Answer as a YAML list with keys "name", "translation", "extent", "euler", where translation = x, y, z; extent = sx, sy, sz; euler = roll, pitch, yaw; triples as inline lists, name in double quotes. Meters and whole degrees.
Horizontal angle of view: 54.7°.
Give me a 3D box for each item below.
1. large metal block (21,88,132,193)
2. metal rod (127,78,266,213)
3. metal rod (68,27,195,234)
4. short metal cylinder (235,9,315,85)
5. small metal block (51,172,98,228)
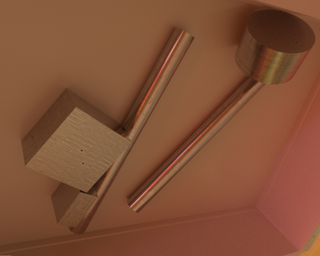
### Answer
- name: "large metal block"
  translation: [-0.094, 0.016, 0.351]
  extent: [0.080, 0.050, 0.080]
  euler: [-48, 129, 6]
- name: "metal rod"
  translation: [0.064, 0.009, 0.451]
  extent: [0.300, 0.025, 0.025]
  euler: [-46, 130, 3]
- name: "metal rod"
  translation: [-0.043, 0.014, 0.395]
  extent: [0.025, 0.025, 0.298]
  euler: [19, 108, -36]
- name: "short metal cylinder"
  translation: [0.139, -0.100, 0.381]
  extent: [0.081, 0.080, 0.050]
  euler: [-18, 149, -18]
- name: "small metal block"
  translation: [-0.108, 0.086, 0.388]
  extent: [0.025, 0.050, 0.050]
  euler: [29, 102, -38]
